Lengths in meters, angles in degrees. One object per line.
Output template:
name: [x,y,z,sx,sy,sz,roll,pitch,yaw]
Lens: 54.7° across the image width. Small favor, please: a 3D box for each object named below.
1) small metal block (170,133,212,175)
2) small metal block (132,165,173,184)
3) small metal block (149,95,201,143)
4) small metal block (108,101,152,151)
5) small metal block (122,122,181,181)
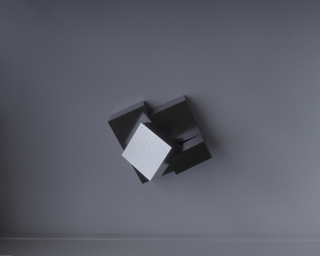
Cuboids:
small metal block: [0.036,0.029,0.407,0.050,0.050,0.025,-27,108,8]
small metal block: [-0.012,0.041,0.425,0.050,0.025,0.050,-24,109,8]
small metal block: [0.020,-0.008,0.407,0.050,0.025,0.050,-24,109,8]
small metal block: [-0.033,-0.001,0.409,0.050,0.025,0.050,-24,109,8]
small metal block: [-0.011,0.028,0.380,0.050,0.025,0.050,39,108,22]
